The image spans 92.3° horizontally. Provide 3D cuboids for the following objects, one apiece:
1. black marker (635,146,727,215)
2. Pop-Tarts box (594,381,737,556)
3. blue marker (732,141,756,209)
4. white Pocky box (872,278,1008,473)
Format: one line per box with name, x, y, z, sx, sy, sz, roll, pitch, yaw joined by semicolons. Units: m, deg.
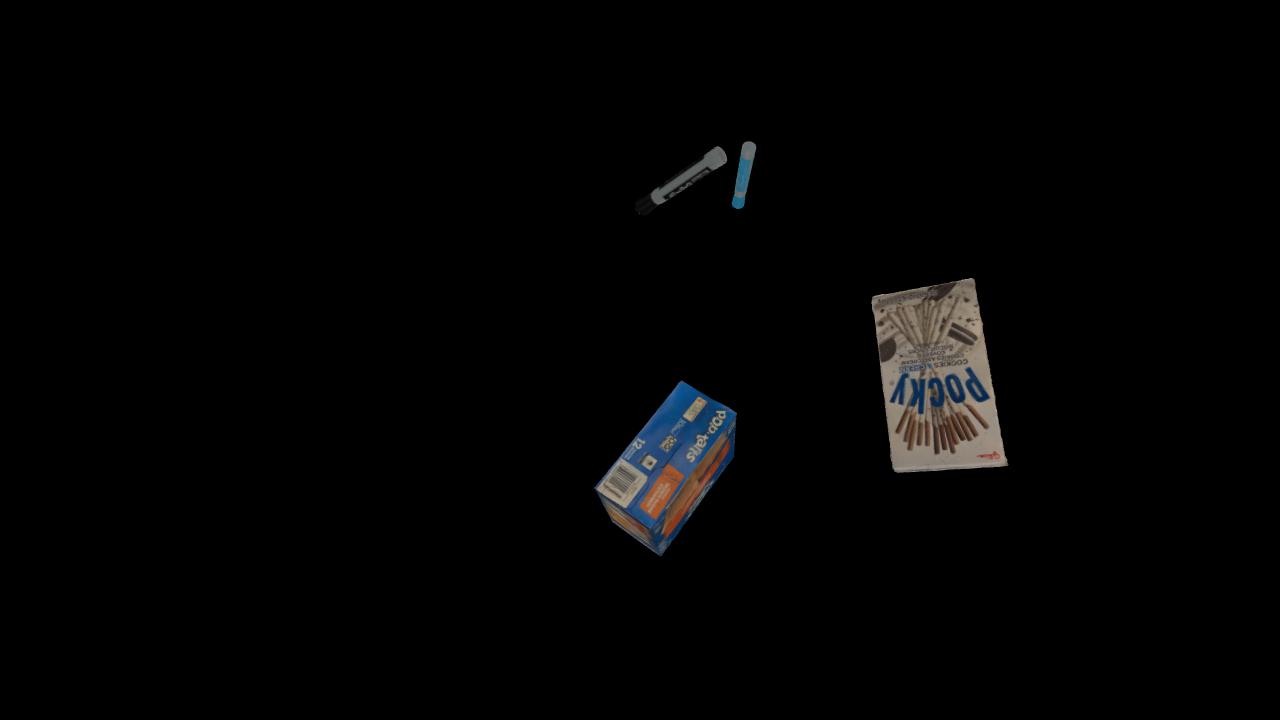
black marker;0.039;-0.186;0.650;0.121;0.020;0.020;-23;-16;41
Pop-Tarts box;0.038;0.135;0.747;0.083;0.167;0.141;33;-21;22
blue marker;0.144;-0.254;0.859;0.020;0.020;0.121;0;-25;1
white Pocky box;0.245;0.014;0.513;0.084;0.154;0.028;-10;-19;28
